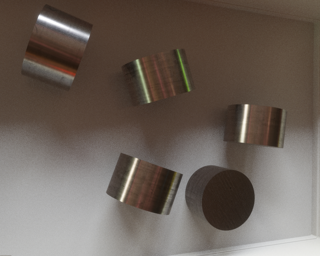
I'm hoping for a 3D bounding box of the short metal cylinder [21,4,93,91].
[{"bbox_3d":[-0.112,-0.086,0.340,0.050,0.080,0.080,20,83,-19],"label":"short metal cylinder"}]

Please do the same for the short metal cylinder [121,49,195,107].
[{"bbox_3d":[-0.002,-0.061,0.382,0.081,0.080,0.050,-18,97,-19],"label":"short metal cylinder"}]

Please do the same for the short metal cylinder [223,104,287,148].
[{"bbox_3d":[0.132,-0.002,0.432,0.081,0.080,0.050,8,87,-20],"label":"short metal cylinder"}]

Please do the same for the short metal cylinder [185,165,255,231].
[{"bbox_3d":[0.082,0.094,0.429,0.081,0.050,0.079,0,90,-21],"label":"short metal cylinder"}]

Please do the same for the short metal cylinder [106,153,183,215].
[{"bbox_3d":[-0.018,0.067,0.376,0.080,0.080,0.050,22,83,-19],"label":"short metal cylinder"}]
